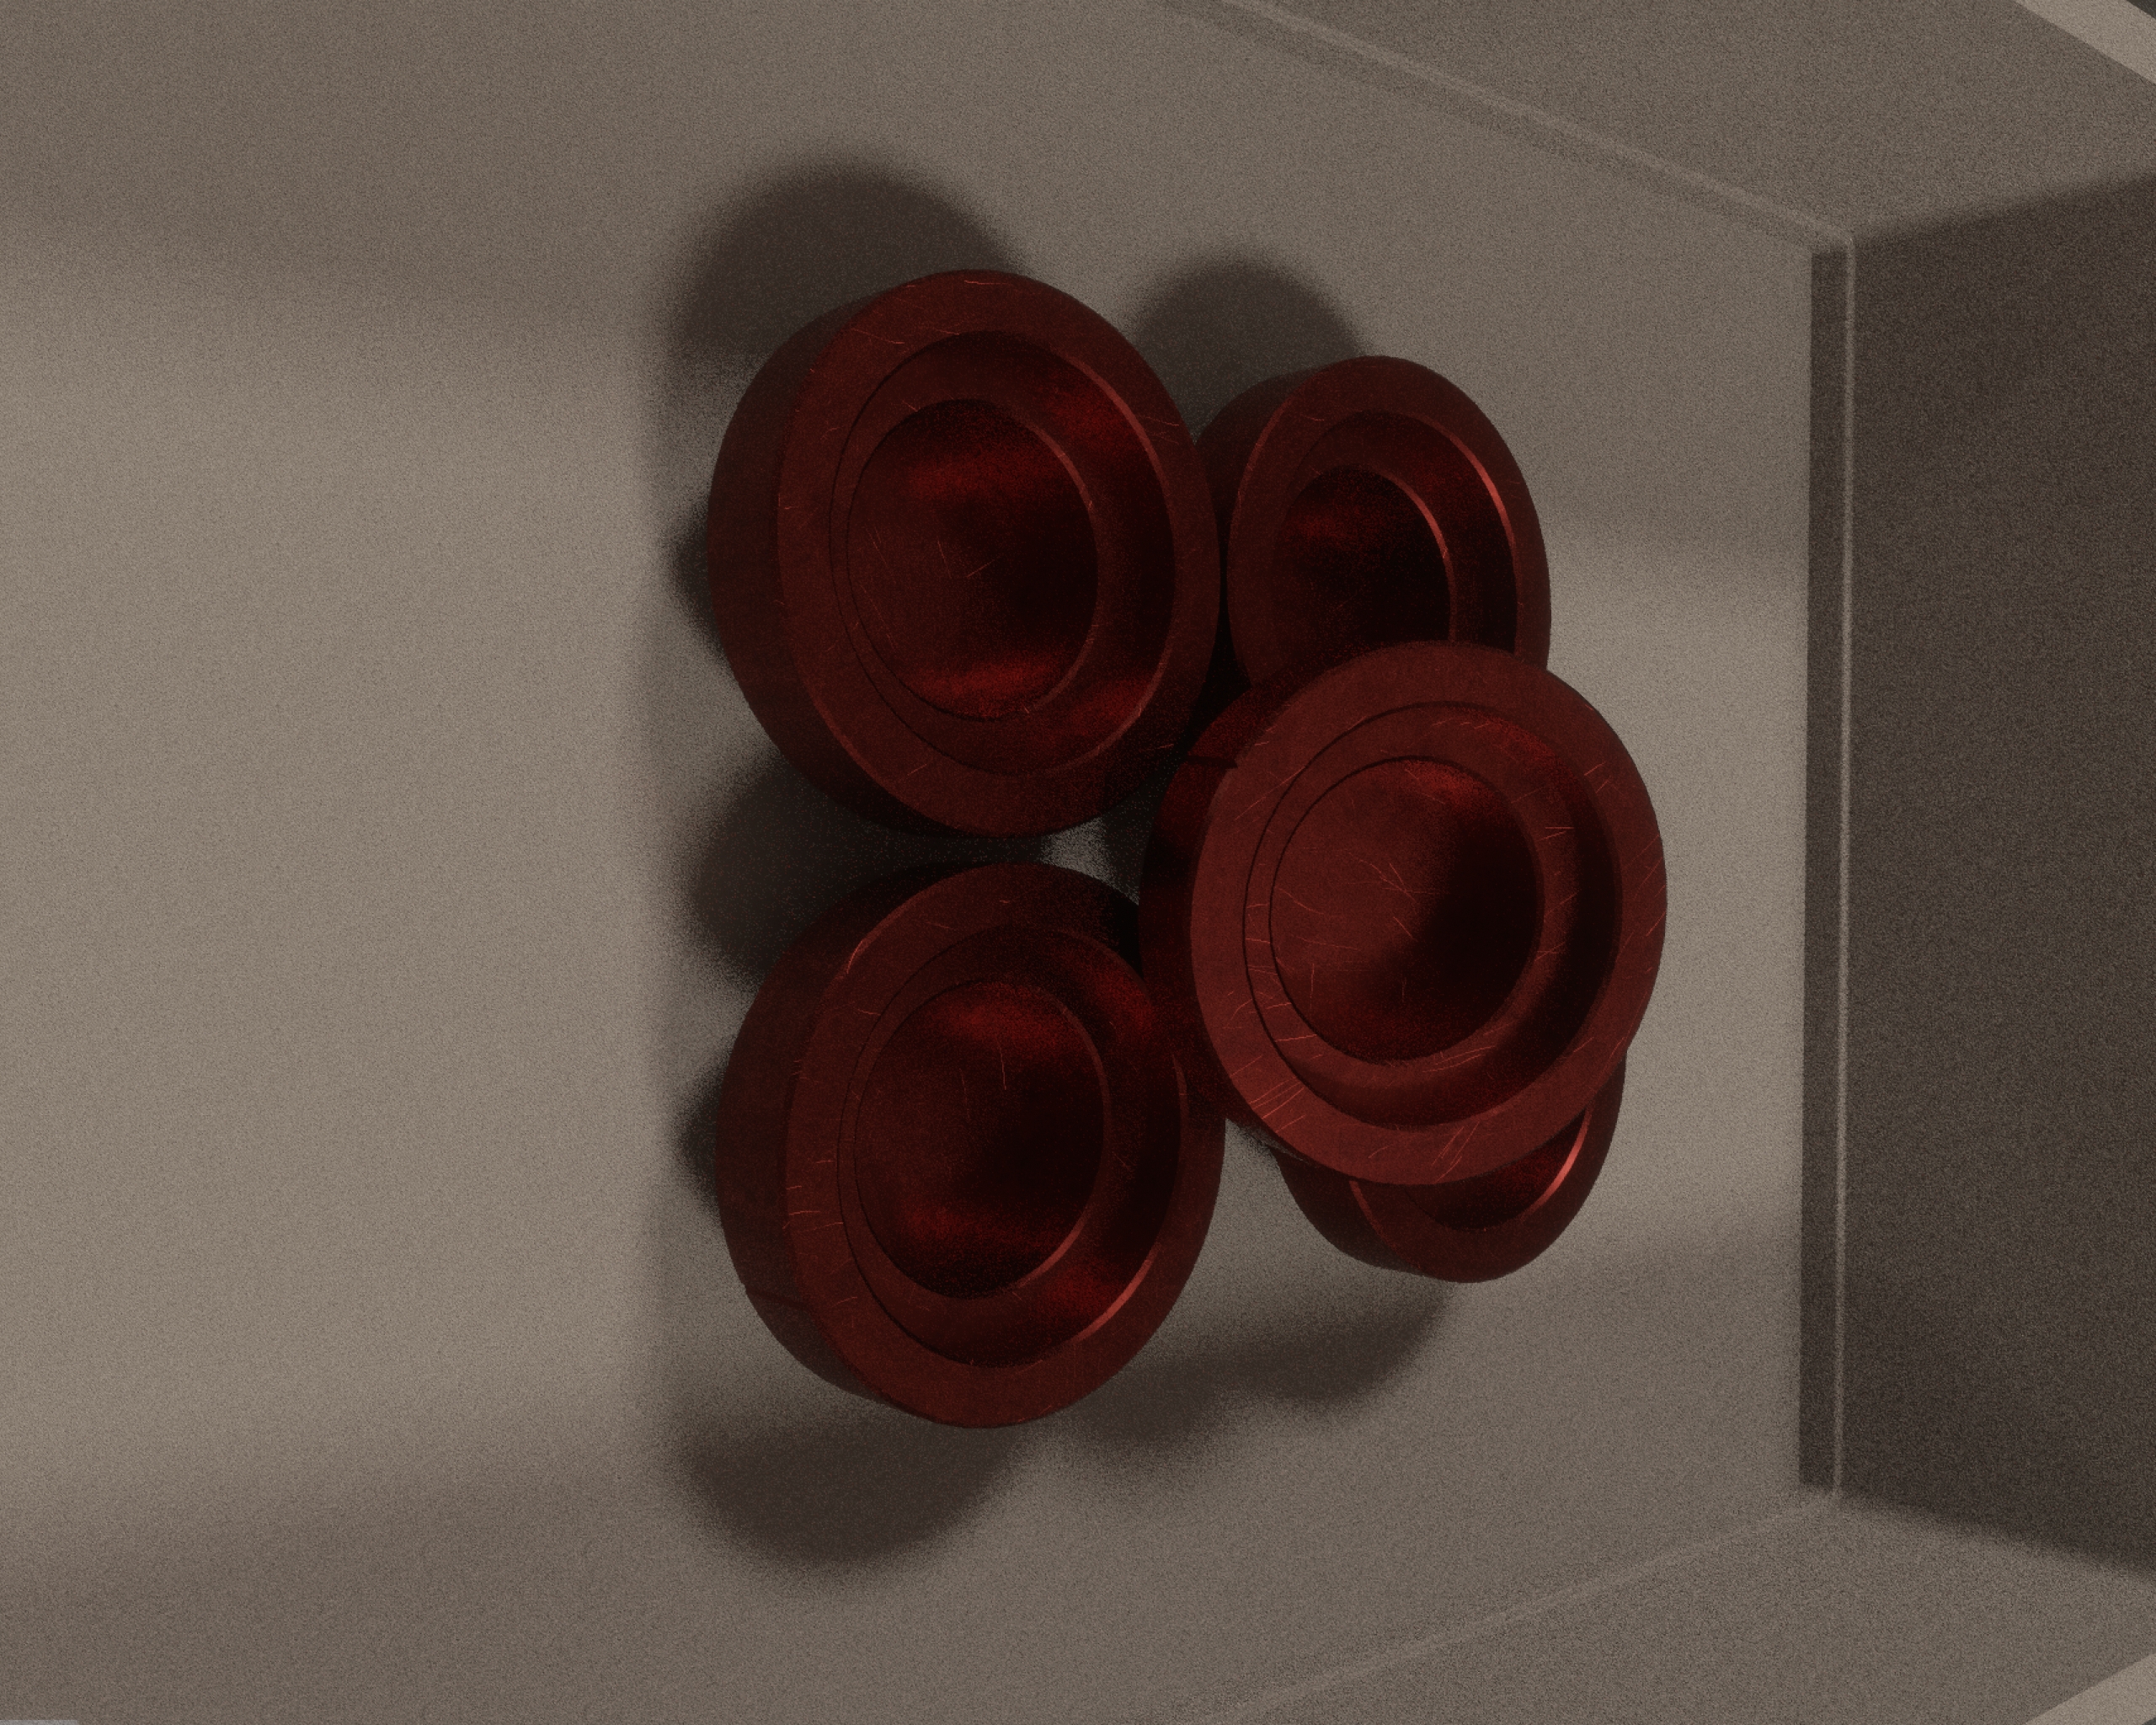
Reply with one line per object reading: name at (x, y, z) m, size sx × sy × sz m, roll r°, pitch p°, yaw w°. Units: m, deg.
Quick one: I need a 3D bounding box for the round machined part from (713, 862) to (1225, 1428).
round machined part at (-0.023, 0.048, 0.376) m, size 0.099 × 0.042 × 0.097 m, roll 0°, pitch 90°, yaw -40°

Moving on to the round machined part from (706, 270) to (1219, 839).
round machined part at (-0.024, -0.053, 0.375) m, size 0.099 × 0.042 × 0.097 m, roll 0°, pitch 90°, yaw -40°

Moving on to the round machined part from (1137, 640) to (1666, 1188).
round machined part at (0.056, 0.008, 0.387) m, size 0.099 × 0.042 × 0.097 m, roll -2°, pitch 96°, yaw -22°

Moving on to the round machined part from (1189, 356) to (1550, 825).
round machined part at (0.053, -0.054, 0.440) m, size 0.099 × 0.042 × 0.097 m, roll 0°, pitch 90°, yaw -40°

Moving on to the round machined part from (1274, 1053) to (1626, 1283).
round machined part at (0.074, 0.040, 0.458) m, size 0.099 × 0.042 × 0.097 m, roll 0°, pitch 90°, yaw -40°
